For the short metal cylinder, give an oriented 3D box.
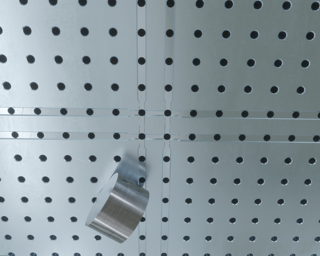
[{"bbox_3d":[-0.058,0.108,0.423,0.050,0.080,0.080,33,107,-12],"label":"short metal cylinder"}]
